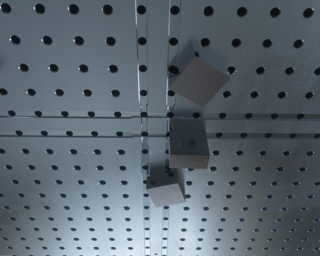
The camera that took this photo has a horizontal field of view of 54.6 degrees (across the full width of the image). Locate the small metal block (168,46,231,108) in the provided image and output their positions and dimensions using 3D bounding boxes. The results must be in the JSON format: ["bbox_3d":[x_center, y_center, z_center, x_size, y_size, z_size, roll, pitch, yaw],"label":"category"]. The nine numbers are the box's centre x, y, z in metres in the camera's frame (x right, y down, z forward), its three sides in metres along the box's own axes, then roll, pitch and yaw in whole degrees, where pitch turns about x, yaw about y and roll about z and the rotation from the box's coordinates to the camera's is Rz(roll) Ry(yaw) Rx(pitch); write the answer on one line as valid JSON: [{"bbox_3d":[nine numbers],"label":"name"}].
[{"bbox_3d":[0.045,-0.059,0.362,0.050,0.025,0.050,27,125,-21],"label":"small metal block"}]

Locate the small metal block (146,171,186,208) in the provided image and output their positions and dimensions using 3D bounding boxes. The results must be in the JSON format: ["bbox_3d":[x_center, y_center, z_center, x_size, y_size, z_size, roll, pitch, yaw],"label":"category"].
[{"bbox_3d":[0.010,0.099,0.495,0.050,0.025,0.050,-13,129,10],"label":"small metal block"}]

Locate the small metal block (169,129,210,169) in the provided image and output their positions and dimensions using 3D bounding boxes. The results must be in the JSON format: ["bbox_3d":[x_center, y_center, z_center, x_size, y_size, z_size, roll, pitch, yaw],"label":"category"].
[{"bbox_3d":[0.038,0.028,0.419,0.050,0.050,0.025,2,130,-2],"label":"small metal block"}]
